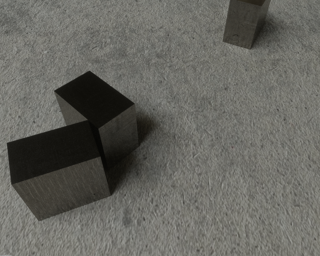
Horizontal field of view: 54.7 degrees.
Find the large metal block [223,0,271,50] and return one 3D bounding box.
[{"bbox_3d":[0.152,-0.196,0.533,0.050,0.080,0.080,22,54,17],"label":"large metal block"}]

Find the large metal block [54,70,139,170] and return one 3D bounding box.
[{"bbox_3d":[-0.074,-0.009,0.374,0.080,0.080,0.050,37,59,26],"label":"large metal block"}]

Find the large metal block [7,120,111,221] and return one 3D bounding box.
[{"bbox_3d":[-0.103,0.046,0.328,0.081,0.080,0.050,-17,52,-14],"label":"large metal block"}]
